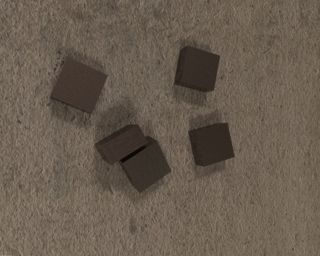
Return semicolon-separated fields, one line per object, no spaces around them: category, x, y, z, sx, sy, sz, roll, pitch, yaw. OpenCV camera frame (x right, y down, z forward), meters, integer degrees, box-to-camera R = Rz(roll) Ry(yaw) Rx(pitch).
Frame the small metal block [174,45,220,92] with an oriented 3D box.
small metal block;0.051;-0.080;0.429;0.050;0.025;0.050;12;86;-20

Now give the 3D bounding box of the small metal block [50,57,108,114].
small metal block;-0.098;-0.050;0.373;0.050;0.025;0.050;23;82;-19

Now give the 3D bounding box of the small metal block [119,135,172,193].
small metal block;-0.020;0.046;0.396;0.050;0.025;0.050;-33;117;-17

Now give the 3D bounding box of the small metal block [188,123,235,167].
small metal block;0.073;0.023;0.437;0.050;0.025;0.050;-15;95;-20

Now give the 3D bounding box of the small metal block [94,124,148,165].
small metal block;-0.049;0.019;0.379;0.050;0.050;0.025;-31;100;-18
